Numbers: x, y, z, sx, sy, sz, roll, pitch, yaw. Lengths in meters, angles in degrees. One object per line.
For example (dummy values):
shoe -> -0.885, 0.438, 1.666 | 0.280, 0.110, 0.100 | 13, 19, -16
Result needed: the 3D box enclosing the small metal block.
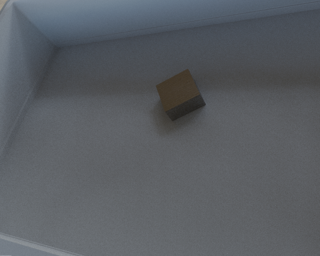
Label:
small metal block -> 0.027, -0.045, 0.420 | 0.050, 0.025, 0.050 | -27, 52, 11
